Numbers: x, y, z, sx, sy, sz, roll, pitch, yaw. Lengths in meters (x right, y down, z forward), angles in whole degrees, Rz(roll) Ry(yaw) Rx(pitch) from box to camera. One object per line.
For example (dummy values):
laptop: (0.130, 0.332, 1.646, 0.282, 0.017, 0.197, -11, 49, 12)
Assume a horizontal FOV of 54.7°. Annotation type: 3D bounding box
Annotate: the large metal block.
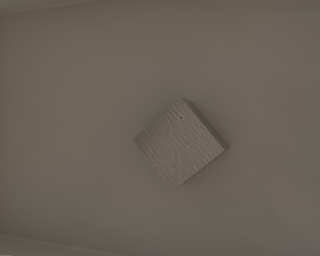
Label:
large metal block: (0.027, 0.019, 0.387, 0.080, 0.050, 0.080, -41, 77, 15)
